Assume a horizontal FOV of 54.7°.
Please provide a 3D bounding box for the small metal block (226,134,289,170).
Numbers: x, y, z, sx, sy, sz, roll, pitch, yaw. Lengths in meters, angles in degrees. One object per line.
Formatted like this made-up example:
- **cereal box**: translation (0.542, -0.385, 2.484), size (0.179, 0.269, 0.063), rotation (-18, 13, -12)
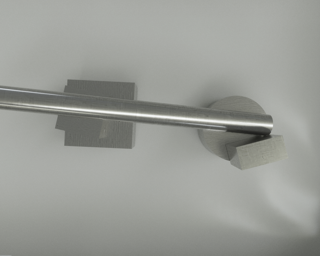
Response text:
- **small metal block**: translation (0.107, 0.026, 0.348), size (0.050, 0.050, 0.025), rotation (-14, 90, 0)

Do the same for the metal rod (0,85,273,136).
- **metal rod**: translation (-0.023, -0.018, 0.339), size (0.302, 0.025, 0.025), rotation (6, 90, -8)

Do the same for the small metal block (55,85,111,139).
- **small metal block**: translation (-0.087, -0.018, 0.359), size (0.050, 0.025, 0.050), rotation (13, 89, -1)

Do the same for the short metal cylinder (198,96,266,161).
- **short metal cylinder**: translation (0.092, 0.001, 0.398), size (0.081, 0.050, 0.079), rotation (0, 90, -1)

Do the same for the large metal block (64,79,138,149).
- **large metal block**: translation (-0.072, -0.017, 0.395), size (0.081, 0.050, 0.079), rotation (3, 90, -1)
